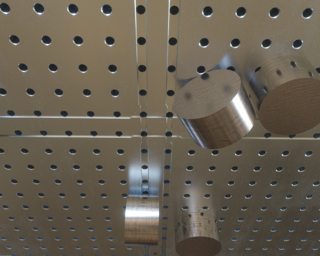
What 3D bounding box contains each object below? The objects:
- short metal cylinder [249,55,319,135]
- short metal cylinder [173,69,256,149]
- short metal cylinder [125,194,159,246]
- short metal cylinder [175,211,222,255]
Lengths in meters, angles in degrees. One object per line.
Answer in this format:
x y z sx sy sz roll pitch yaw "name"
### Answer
0.151 -0.038 0.365 0.081 0.050 0.079 0 130 0 "short metal cylinder"
0.063 -0.022 0.357 0.080 0.080 0.050 -23 127 18 "short metal cylinder"
-0.028 0.148 0.501 0.050 0.080 0.079 2 130 -2 "short metal cylinder"
0.067 0.195 0.562 0.081 0.050 0.079 0 130 0 "short metal cylinder"
